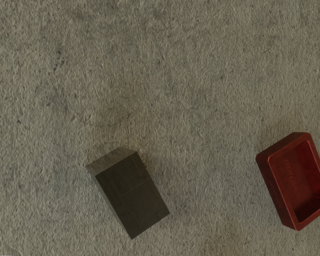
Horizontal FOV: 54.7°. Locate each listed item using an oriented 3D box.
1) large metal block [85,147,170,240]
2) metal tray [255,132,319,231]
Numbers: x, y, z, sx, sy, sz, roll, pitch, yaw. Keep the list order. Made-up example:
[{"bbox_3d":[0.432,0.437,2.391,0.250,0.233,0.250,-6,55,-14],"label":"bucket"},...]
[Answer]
[{"bbox_3d":[-0.041,0.071,0.365,0.050,0.080,0.080,-30,100,-18],"label":"large metal block"},{"bbox_3d":[0.215,0.082,0.487,0.091,0.030,0.129,-28,99,-18],"label":"metal tray"}]
